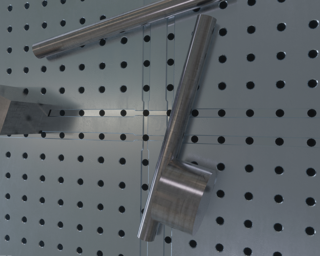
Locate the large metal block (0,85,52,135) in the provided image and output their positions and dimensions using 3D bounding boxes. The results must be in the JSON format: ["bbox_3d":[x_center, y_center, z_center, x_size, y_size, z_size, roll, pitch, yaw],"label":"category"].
[{"bbox_3d":[-0.228,-0.029,0.464,0.080,0.080,0.050,24,98,18],"label":"large metal block"}]

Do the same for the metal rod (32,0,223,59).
[{"bbox_3d":[-0.049,-0.147,0.429,0.301,0.025,0.025,-11,86,19],"label":"metal rod"}]

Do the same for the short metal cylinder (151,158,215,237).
[{"bbox_3d":[0.030,0.082,0.373,0.050,0.080,0.080,17,96,19],"label":"short metal cylinder"}]

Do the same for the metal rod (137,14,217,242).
[{"bbox_3d":[0.020,0.004,0.405,0.025,0.025,0.298,17,96,19],"label":"metal rod"}]
